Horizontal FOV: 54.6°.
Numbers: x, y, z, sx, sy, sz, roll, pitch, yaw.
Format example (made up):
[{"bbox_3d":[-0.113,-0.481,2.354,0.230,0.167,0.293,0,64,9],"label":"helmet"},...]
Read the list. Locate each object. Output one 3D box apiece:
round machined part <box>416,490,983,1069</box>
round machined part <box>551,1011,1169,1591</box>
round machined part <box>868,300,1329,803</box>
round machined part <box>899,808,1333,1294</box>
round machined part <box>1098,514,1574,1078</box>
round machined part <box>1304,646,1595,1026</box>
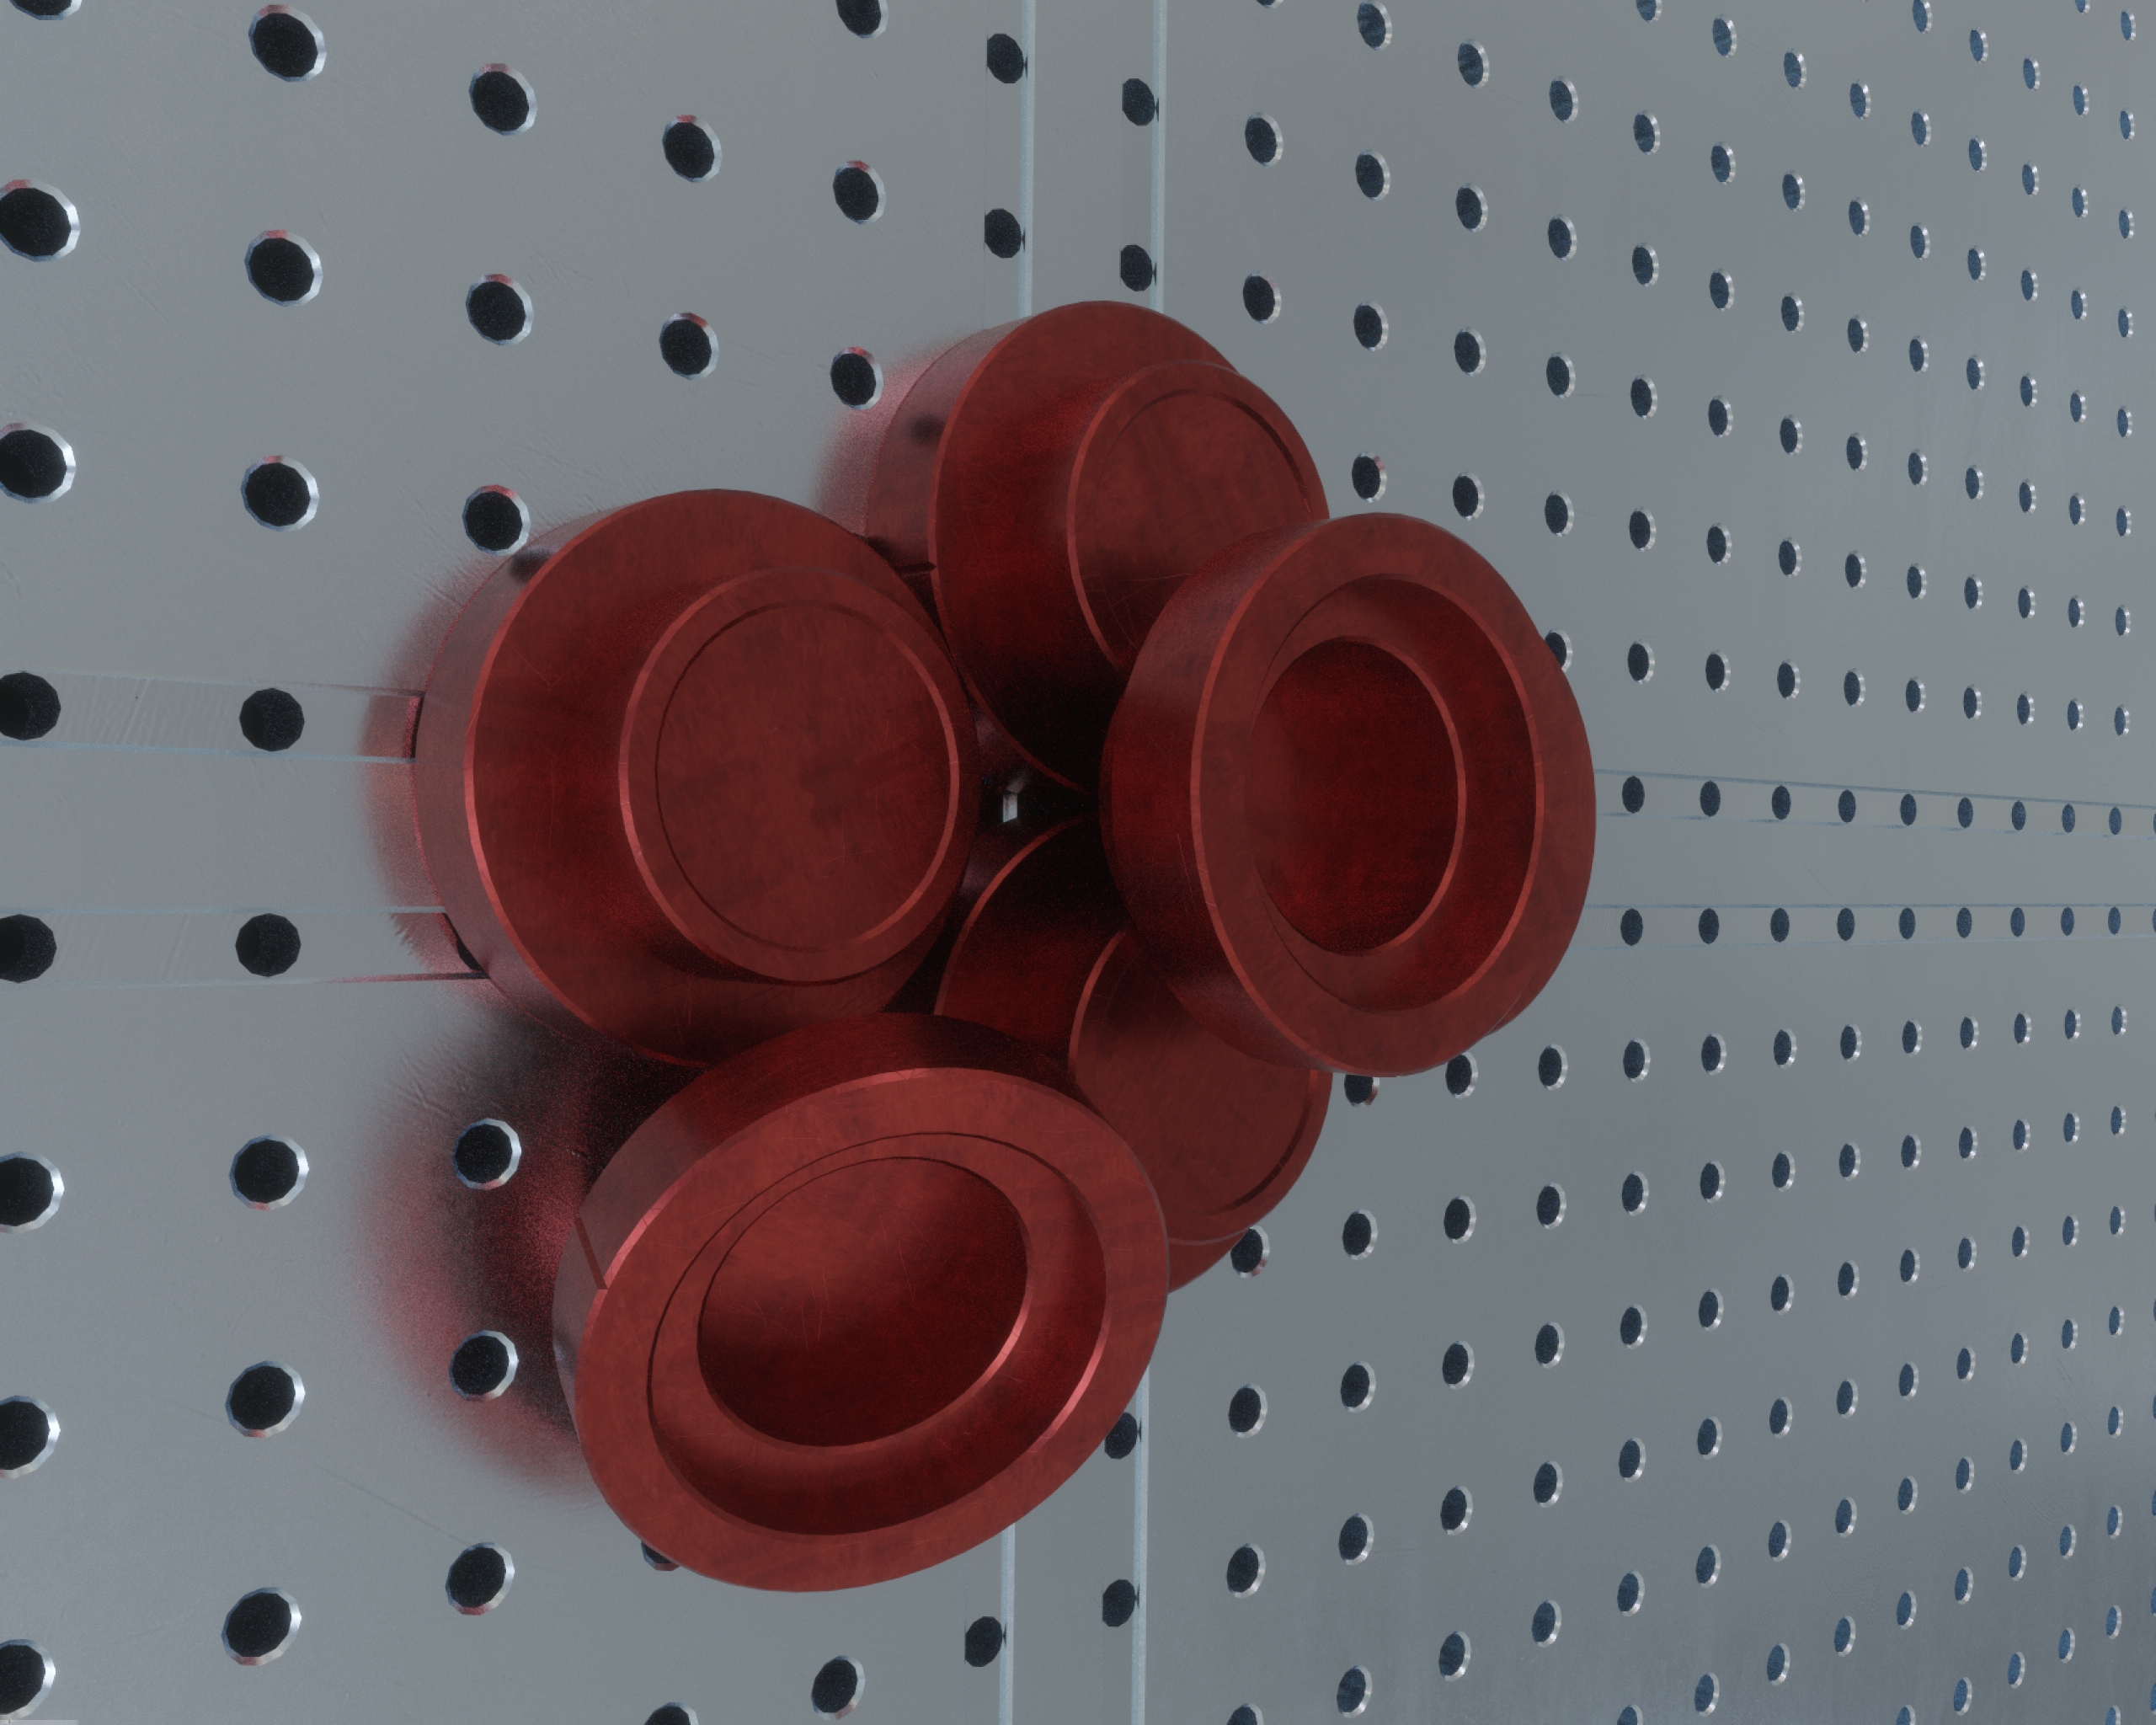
[{"bbox_3d":[-0.055,-0.014,0.351,0.099,0.042,0.097,0,90,-40],"label":"round machined part"},{"bbox_3d":[-0.038,0.068,0.348,0.099,0.042,0.097,-10,116,-21],"label":"round machined part"},{"bbox_3d":[0.012,-0.060,0.407,0.099,0.042,0.097,0,90,-40],"label":"round machined part"},{"bbox_3d":[0.012,0.038,0.406,0.099,0.042,0.097,0,90,-40],"label":"round machined part"},{"bbox_3d":[0.043,-0.012,0.377,0.099,0.042,0.097,0,90,-40],"label":"round machined part"},{"bbox_3d":[0.065,-0.011,0.450,0.099,0.042,0.097,0,90,-40],"label":"round machined part"}]
